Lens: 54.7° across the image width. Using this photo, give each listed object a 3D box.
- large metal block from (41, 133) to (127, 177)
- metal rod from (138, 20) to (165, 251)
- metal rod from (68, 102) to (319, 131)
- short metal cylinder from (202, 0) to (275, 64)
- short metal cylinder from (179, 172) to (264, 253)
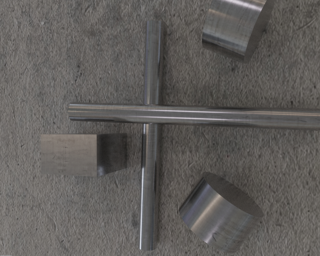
[{"bbox_3d":[-0.098,0.032,0.414,0.080,0.080,0.050,0,90,20],"label":"large metal block"},{"bbox_3d":[-0.011,0.010,0.412,0.025,0.025,0.298,2,91,20],"label":"metal rod"},{"bbox_3d":[0.033,-0.015,0.376,0.301,0.025,0.025,2,91,12],"label":"metal rod"},{"bbox_3d":[0.088,-0.119,0.349,0.050,0.080,0.080,26,99,18],"label":"short metal cylinder"},{"bbox_3d":[0.069,0.094,0.355,0.080,0.080,0.050,35,101,16],"label":"short metal cylinder"}]
